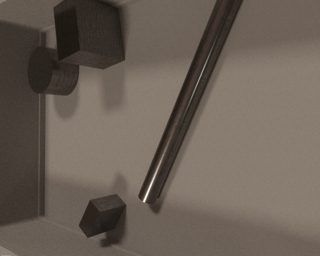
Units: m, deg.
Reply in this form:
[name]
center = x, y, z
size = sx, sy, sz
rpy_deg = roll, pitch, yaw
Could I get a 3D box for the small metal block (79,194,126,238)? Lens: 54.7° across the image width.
[small metal block]
center = -0.085, 0.129, 0.458
size = 0.025, 0.050, 0.050
rpy_deg = 40, 114, 32

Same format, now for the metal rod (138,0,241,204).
[metal rod]
center = 0.035, -0.038, 0.376
size = 0.025, 0.025, 0.298
rpy_deg = 33, 110, 34

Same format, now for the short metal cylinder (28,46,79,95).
[short metal cylinder]
center = -0.187, -0.098, 0.541
size = 0.080, 0.050, 0.079
rpy_deg = 0, 90, 39

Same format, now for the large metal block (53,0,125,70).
[large metal block]
center = -0.102, -0.137, 0.453
size = 0.050, 0.081, 0.080
rpy_deg = -12, 83, 39
